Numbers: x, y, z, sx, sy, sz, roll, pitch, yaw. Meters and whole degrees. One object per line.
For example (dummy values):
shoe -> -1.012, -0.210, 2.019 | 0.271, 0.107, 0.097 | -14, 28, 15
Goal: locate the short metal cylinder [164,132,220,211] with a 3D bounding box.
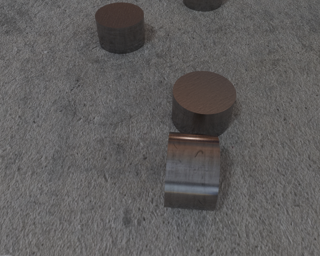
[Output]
short metal cylinder -> 0.033, 0.045, 0.329 | 0.050, 0.080, 0.080 | 4, 50, 3

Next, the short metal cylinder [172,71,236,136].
short metal cylinder -> 0.057, -0.031, 0.413 | 0.080, 0.050, 0.080 | 0, 50, 0

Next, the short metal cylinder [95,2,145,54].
short metal cylinder -> -0.067, -0.172, 0.531 | 0.080, 0.050, 0.080 | 0, 50, 0

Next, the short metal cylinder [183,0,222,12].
short metal cylinder -> 0.088, -0.277, 0.620 | 0.080, 0.050, 0.080 | 0, 50, 0
